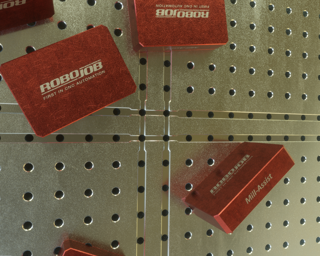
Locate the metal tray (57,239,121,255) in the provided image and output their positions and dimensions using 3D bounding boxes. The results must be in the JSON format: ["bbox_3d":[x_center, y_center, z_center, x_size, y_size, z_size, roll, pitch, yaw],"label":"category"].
[{"bbox_3d":[-0.099,0.213,0.374,0.090,0.030,0.130,26,81,-19],"label":"metal tray"}]

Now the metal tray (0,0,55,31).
[{"bbox_3d":[-0.178,-0.133,0.309,0.131,0.090,0.030,-24,82,-19],"label":"metal tray"}]

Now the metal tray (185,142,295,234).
[{"bbox_3d":[0.104,0.073,0.418,0.130,0.090,0.030,-41,104,-16],"label":"metal tray"}]

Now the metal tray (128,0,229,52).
[{"bbox_3d":[0.025,-0.154,0.420,0.131,0.030,0.089,-7,93,-20],"label":"metal tray"}]

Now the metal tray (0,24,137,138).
[{"bbox_3d":[-0.105,-0.057,0.371,0.131,0.030,0.090,-29,100,-18],"label":"metal tray"}]
